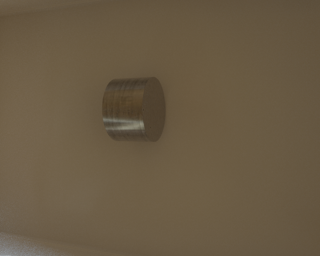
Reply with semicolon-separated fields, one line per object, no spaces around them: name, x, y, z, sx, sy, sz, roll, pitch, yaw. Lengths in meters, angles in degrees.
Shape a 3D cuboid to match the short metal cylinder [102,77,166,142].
short metal cylinder;-0.030;-0.023;0.388;0.050;0.080;0.079;0;90;20
